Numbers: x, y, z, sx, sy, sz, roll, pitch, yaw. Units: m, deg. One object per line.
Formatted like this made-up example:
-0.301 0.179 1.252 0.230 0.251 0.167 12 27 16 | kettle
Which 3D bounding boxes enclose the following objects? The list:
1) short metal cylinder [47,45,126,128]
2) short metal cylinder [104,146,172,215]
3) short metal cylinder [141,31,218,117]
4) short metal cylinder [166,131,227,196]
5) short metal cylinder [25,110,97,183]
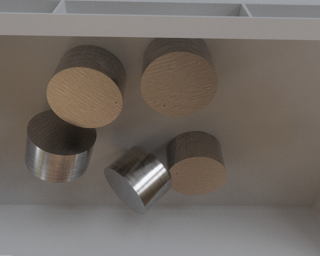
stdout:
-0.081 -0.046 0.352 0.081 0.050 0.079 0 130 0 | short metal cylinder
-0.031 0.071 0.425 0.080 0.050 0.080 35 147 27 | short metal cylinder
0.020 -0.059 0.343 0.081 0.050 0.079 0 130 0 | short metal cylinder
0.049 0.051 0.437 0.081 0.050 0.079 0 130 0 | short metal cylinder
-0.125 0.021 0.389 0.081 0.080 0.050 14 129 -12 | short metal cylinder
